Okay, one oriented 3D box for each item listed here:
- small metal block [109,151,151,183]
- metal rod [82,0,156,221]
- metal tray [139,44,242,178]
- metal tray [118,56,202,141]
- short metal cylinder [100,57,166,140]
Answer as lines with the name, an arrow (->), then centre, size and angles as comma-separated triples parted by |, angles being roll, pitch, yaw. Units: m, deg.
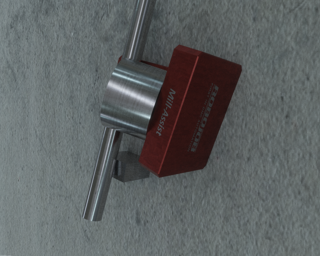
small metal block -> -0.047, 0.052, 0.427 | 0.050, 0.050, 0.025 | 17, 101, 38
metal rod -> -0.051, -0.030, 0.395 | 0.025, 0.025, 0.298 | 14, 90, 39
metal tray -> 0.035, -0.015, 0.334 | 0.030, 0.091, 0.129 | 29, 108, 36
metal tray -> -0.010, -0.039, 0.409 | 0.130, 0.030, 0.089 | 23, 105, 37
short metal cylinder -> -0.025, -0.032, 0.342 | 0.050, 0.080, 0.079 | 19, 105, 4
